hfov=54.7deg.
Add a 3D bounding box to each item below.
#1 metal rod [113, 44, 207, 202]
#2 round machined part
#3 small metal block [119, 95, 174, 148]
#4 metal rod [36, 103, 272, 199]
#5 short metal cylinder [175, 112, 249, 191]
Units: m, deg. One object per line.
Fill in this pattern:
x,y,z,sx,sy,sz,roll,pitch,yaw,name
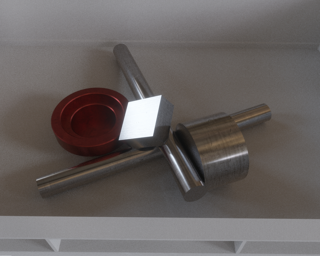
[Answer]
-0.015,-0.032,0.406,0.025,0.025,0.300,-15,45,-13,metal rod
-0.083,-0.003,0.394,0.099,0.042,0.098,0,50,0,round machined part
-0.015,-0.006,0.355,0.050,0.025,0.050,-8,60,37,small metal block
0.005,0.023,0.384,0.302,0.025,0.025,-18,53,-15,metal rod
0.055,0.027,0.346,0.050,0.080,0.080,-15,52,-13,short metal cylinder
